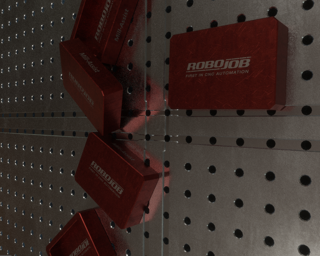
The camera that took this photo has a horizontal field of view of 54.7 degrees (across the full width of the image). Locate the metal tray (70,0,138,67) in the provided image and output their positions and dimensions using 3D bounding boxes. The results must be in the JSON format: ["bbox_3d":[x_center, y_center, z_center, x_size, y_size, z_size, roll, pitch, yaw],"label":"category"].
[{"bbox_3d":[-0.087,-0.171,0.474,0.090,0.030,0.129,36,112,34],"label":"metal tray"}]

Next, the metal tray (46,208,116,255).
[{"bbox_3d":[-0.135,0.206,0.514,0.129,0.030,0.090,-48,62,29],"label":"metal tray"}]

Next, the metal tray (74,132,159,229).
[{"bbox_3d":[-0.070,0.073,0.461,0.130,0.030,0.089,35,111,34],"label":"metal tray"}]

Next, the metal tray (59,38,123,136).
[{"bbox_3d":[-0.105,-0.062,0.464,0.130,0.030,0.089,48,146,28],"label":"metal tray"}]

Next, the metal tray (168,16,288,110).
[{"bbox_3d":[0.070,-0.065,0.347,0.130,0.030,0.089,3,92,39],"label":"metal tray"}]
